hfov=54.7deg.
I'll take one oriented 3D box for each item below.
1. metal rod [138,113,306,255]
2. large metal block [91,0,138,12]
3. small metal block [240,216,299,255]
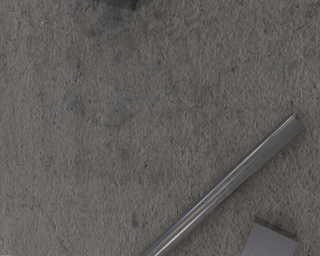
[{"bbox_3d":[0.057,0.098,0.388,0.025,0.025,0.299,47,104,14],"label":"metal rod"},{"bbox_3d":[-0.067,-0.215,0.419,0.080,0.050,0.080,22,97,18],"label":"large metal block"},{"bbox_3d":[0.127,0.141,0.364,0.050,0.025,0.050,22,97,18],"label":"small metal block"}]
